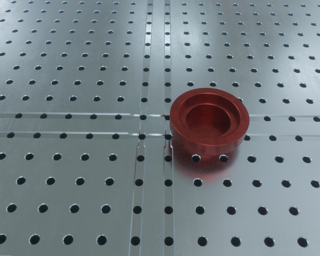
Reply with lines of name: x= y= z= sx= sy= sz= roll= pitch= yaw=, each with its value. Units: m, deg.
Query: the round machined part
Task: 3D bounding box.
round machined part: x=0.062 y=-0.004 z=0.401 sx=0.099 sy=0.042 sz=0.098 roll=0 pitch=50 yaw=0
